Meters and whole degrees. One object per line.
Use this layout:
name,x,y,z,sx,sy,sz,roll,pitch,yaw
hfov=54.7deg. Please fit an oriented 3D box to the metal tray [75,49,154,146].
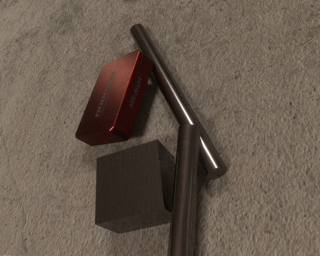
metal tray,-0.065,-0.042,0.441,0.090,0.030,0.130,-10,55,44

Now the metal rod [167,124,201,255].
metal rod,0.018,0.137,0.292,0.025,0.025,0.299,-5,64,25

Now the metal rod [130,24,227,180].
metal rod,0.012,-0.057,0.431,0.025,0.025,0.300,-31,52,8

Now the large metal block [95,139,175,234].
large metal block,-0.025,0.069,0.358,0.080,0.050,0.080,-18,55,17
